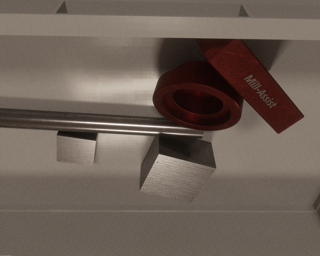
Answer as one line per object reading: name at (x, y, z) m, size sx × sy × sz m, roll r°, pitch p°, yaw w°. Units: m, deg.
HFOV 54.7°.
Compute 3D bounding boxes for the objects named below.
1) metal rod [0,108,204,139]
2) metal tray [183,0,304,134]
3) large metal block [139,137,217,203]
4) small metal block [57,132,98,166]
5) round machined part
metal rod at (-0.095, -0.007, 0.401) m, size 0.302 × 0.025 × 0.025 m, roll 3°, pitch 130°, yaw -4°
metal tray at (0.082, -0.060, 0.306) m, size 0.030 × 0.090 × 0.130 m, roll -39°, pitch 126°, yaw 21°
large metal block at (0.022, 0.055, 0.440) m, size 0.081 × 0.050 × 0.079 m, roll 15°, pitch 128°, yaw -13°
small metal block at (-0.114, 0.024, 0.428) m, size 0.050 × 0.025 × 0.050 m, roll 9°, pitch 130°, yaw -8°
round machined part at (0.044, -0.038, 0.349) m, size 0.098 × 0.042 × 0.098 m, roll 13°, pitch 155°, yaw 7°
